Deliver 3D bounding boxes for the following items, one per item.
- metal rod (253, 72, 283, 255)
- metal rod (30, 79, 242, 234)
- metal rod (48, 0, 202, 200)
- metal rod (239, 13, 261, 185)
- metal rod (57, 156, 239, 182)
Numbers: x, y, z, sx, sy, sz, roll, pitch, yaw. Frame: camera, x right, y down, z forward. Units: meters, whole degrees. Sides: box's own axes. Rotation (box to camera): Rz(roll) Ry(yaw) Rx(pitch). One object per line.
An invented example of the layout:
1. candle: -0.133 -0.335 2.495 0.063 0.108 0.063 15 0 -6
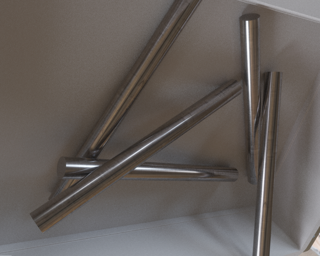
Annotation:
1. metal rod: 0.161 0.067 0.467 0.025 0.025 0.298 0 96 -29
2. metal rod: -0.009 0.019 0.372 0.302 0.025 0.025 -34 131 -24
3. metal rod: -0.047 -0.026 0.367 0.025 0.025 0.299 26 104 -38
4. metal rod: 0.142 -0.022 0.474 0.025 0.025 0.298 -25 128 -14
5. metal rod: 0.008 0.061 0.433 0.302 0.025 0.025 9 114 -39
